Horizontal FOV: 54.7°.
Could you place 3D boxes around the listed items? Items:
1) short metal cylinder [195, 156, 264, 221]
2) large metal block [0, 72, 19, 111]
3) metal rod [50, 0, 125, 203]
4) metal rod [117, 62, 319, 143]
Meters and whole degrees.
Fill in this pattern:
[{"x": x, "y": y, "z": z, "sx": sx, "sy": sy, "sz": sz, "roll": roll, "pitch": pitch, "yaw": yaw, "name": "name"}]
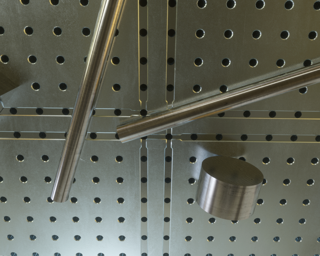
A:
[{"x": 0.091, "y": 0.078, "z": 0.413, "sx": 0.081, "sy": 0.080, "sz": 0.050, "roll": 7, "pitch": 110, "yaw": -3, "name": "short metal cylinder"}, {"x": -0.241, "y": -0.043, "z": 0.382, "sx": 0.080, "sy": 0.050, "sz": 0.080, "roll": 39, "pitch": 105, "yaw": -13, "name": "large metal block"}, {"x": -0.097, "y": -0.032, "z": 0.400, "sx": 0.025, "sy": 0.025, "sz": 0.298, "roll": 18, "pitch": 109, "yaw": -7, "name": "metal rod"}, {"x": 0.090, "y": -0.036, "z": 0.400, "sx": 0.301, "sy": 0.025, "sz": 0.025, "roll": -17, "pitch": 109, "yaw": 6, "name": "metal rod"}]
